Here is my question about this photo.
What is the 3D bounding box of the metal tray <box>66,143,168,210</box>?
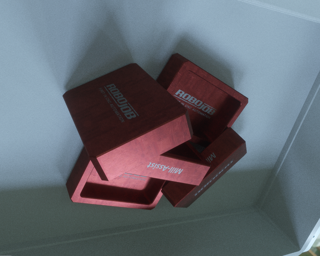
[{"bbox_3d":[-0.046,0.061,0.416,0.131,0.030,0.089,17,109,-35],"label":"metal tray"}]

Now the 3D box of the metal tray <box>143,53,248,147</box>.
[{"bbox_3d":[0.048,-0.030,0.413,0.131,0.030,0.090,23,106,-37],"label":"metal tray"}]

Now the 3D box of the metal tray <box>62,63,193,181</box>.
[{"bbox_3d":[-0.038,-0.015,0.308,0.091,0.130,0.030,-26,128,-12],"label":"metal tray"}]

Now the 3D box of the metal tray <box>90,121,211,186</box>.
[{"bbox_3d":[-0.013,0.023,0.371,0.131,0.090,0.030,17,110,-35],"label":"metal tray"}]

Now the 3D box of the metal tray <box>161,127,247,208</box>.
[{"bbox_3d":[0.069,0.062,0.456,0.130,0.030,0.090,-43,158,2],"label":"metal tray"}]
